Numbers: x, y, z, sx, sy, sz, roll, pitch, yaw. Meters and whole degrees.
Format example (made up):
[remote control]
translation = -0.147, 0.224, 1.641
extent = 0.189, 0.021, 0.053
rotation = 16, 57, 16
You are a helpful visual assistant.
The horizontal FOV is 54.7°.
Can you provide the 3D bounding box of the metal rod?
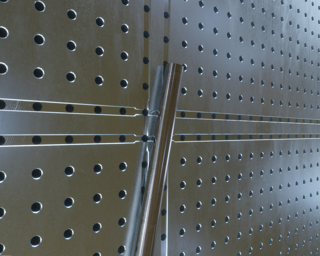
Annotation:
[metal rod]
translation = -0.004, 0.061, 0.407
extent = 0.025, 0.025, 0.299
rotation = 16, 80, -39
